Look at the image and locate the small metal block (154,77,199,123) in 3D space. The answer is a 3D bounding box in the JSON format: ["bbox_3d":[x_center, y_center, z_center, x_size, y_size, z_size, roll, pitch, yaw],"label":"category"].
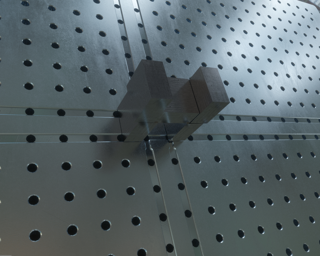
[{"bbox_3d":[0.014,-0.034,0.374,0.050,0.025,0.050,1,61,-28],"label":"small metal block"}]

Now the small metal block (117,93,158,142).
[{"bbox_3d":[-0.029,-0.016,0.387,0.025,0.050,0.050,1,62,-28],"label":"small metal block"}]

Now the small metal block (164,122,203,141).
[{"bbox_3d":[0.028,-0.016,0.418,0.025,0.050,0.050,-1,62,-29],"label":"small metal block"}]

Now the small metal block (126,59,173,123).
[{"bbox_3d":[-0.013,-0.040,0.345,0.025,0.050,0.050,0,61,-28],"label":"small metal block"}]

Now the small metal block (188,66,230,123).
[{"bbox_3d":[0.054,-0.040,0.381,0.025,0.050,0.050,0,61,-28],"label":"small metal block"}]
